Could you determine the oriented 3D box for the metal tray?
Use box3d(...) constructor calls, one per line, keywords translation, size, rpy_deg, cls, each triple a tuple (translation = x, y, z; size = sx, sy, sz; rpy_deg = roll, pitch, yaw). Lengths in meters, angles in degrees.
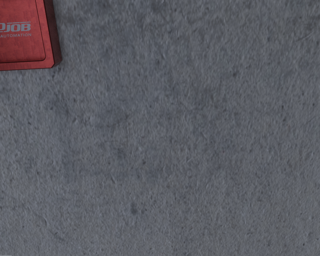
box3d(translation=(-0.190, -0.114, 0.362), size=(0.131, 0.030, 0.089), rpy_deg=(-3, 110, 0), cls="metal tray")
